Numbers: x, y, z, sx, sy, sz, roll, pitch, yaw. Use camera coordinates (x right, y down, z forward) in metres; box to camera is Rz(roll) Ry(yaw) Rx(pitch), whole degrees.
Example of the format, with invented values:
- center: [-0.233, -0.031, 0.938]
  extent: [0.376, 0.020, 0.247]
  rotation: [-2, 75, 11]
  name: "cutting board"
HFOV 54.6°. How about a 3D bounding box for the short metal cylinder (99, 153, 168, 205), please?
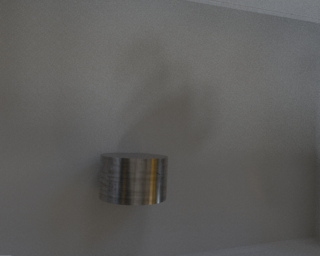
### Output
- center: [-0.031, 0.058, 0.370]
  extent: [0.081, 0.080, 0.050]
  rotation: [2, 89, -20]
  name: "short metal cylinder"
